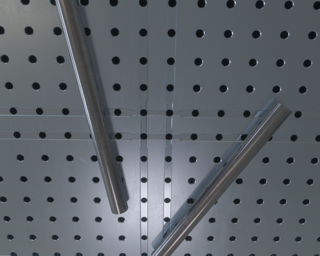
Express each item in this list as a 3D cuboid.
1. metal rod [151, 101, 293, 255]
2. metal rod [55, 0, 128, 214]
[{"bbox_3d":[0.079,0.088,0.446,0.025,0.025,0.299,32,107,-11],"label":"metal rod"},{"bbox_3d":[-0.084,-0.018,0.405,0.025,0.025,0.298,-9,110,3],"label":"metal rod"}]
